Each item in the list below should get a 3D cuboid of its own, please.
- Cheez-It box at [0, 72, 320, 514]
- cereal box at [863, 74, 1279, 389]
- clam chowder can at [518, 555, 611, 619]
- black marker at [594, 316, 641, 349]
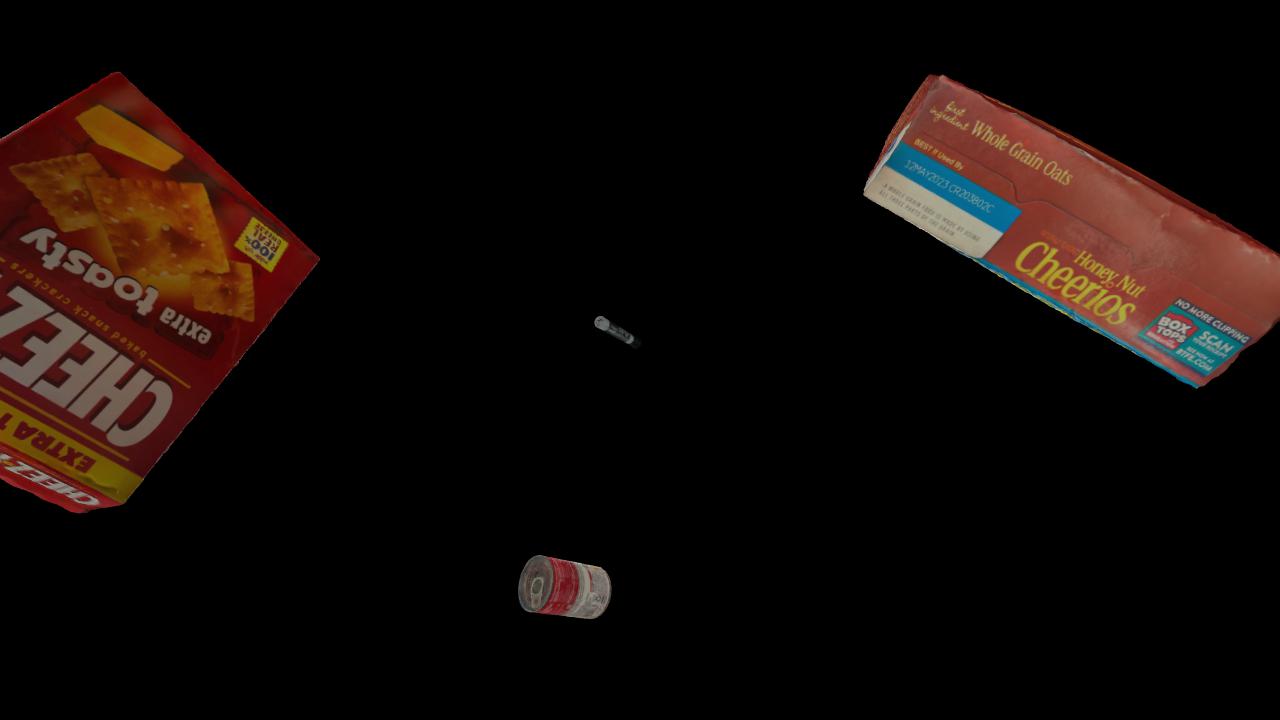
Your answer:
[{"bbox_3d":[-0.334,-0.045,0.377,0.071,0.223,0.166,-13,-47,28],"label":"Cheez-It box"},{"bbox_3d":[0.273,-0.121,0.435,0.203,0.081,0.306,32,33,7],"label":"cereal box"},{"bbox_3d":[-0.094,0.291,0.785,0.102,0.068,0.068,27,-18,-39],"label":"clam chowder can"},{"bbox_3d":[-0.032,-0.042,0.966,0.020,0.020,0.121,0,-15,30],"label":"black marker"}]
